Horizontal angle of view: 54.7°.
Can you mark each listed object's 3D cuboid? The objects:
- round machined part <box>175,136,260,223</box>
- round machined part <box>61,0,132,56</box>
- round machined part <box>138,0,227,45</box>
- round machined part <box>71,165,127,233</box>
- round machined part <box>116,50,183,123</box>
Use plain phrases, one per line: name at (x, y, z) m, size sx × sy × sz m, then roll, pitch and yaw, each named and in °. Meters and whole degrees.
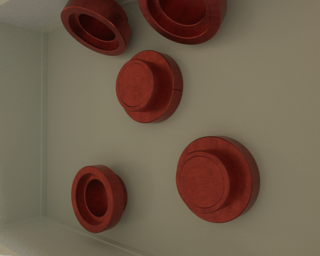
round machined part at (0.057, 0.058, 0.349) m, size 0.098 × 0.042 × 0.097 m, roll 0°, pitch 90°, yaw 40°
round machined part at (-0.085, -0.150, 0.438) m, size 0.098 × 0.098 × 0.042 m, roll 6°, pitch 65°, yaw 40°
round machined part at (0.028, -0.145, 0.349) m, size 0.098 × 0.098 × 0.042 m, roll 3°, pitch 56°, yaw 40°
round machined part at (-0.088, 0.104, 0.468) m, size 0.098 × 0.042 × 0.097 m, roll 0°, pitch 90°, yaw 40°
round machined part at (-0.021, -0.055, 0.413) m, size 0.098 × 0.042 × 0.097 m, roll 0°, pitch 90°, yaw 40°
